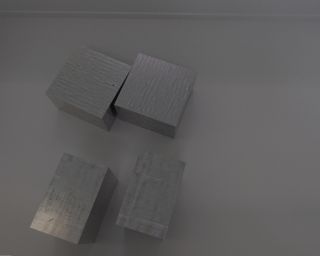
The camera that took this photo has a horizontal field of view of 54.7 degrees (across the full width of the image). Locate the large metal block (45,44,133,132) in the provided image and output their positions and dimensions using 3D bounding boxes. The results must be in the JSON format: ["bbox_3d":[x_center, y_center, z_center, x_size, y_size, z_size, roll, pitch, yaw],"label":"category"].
[{"bbox_3d":[-0.089,-0.053,0.415,0.080,0.050,0.080,24,72,8],"label":"large metal block"}]

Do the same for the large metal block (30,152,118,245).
[{"bbox_3d":[-0.090,0.082,0.350,0.050,0.080,0.080,17,71,6],"label":"large metal block"}]

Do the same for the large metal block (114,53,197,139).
[{"bbox_3d":[-0.004,-0.042,0.411,0.080,0.050,0.080,20,71,7],"label":"large metal block"}]

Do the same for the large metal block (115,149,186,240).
[{"bbox_3d":[-0.008,0.078,0.352,0.050,0.080,0.080,16,71,6],"label":"large metal block"}]
